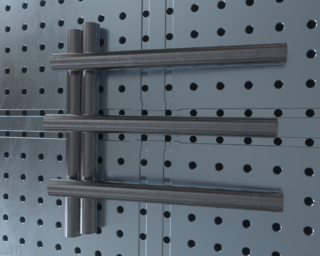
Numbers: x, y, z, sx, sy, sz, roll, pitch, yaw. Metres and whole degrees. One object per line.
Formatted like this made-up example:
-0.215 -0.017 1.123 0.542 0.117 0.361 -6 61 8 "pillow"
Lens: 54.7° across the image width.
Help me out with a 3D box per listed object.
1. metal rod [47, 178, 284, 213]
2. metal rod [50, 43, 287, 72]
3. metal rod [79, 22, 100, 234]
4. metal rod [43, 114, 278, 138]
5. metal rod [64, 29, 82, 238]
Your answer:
-0.003 0.085 0.397 0.301 0.025 0.025 1 90 13 "metal rod"
0.000 -0.089 0.396 0.301 0.025 0.025 1 90 13 "metal rod"
-0.101 0.000 0.446 0.025 0.025 0.298 1 90 19 "metal rod"
-0.010 -0.004 0.399 0.301 0.025 0.025 1 91 13 "metal rod"
-0.125 0.008 0.454 0.025 0.025 0.298 1 90 19 "metal rod"
